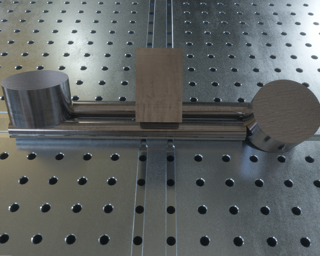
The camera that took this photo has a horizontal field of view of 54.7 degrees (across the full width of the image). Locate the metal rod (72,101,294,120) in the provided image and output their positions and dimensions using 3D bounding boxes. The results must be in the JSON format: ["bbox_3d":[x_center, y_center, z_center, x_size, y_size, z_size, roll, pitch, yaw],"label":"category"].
[{"bbox_3d":[0.033,-0.024,0.427,0.302,0.025,0.025,1,50,0],"label":"metal rod"}]

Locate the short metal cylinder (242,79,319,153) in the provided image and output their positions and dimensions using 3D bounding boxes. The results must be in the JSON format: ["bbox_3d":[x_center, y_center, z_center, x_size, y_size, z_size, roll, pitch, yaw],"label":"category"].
[{"bbox_3d":[0.149,-0.013,0.386,0.081,0.050,0.080,0,72,0],"label":"short metal cylinder"}]

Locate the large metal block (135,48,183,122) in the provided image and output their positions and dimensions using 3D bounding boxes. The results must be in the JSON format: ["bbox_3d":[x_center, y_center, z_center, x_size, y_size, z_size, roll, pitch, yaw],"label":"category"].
[{"bbox_3d":[0.000,-0.048,0.373,0.050,0.080,0.079,1,92,0],"label":"large metal block"}]

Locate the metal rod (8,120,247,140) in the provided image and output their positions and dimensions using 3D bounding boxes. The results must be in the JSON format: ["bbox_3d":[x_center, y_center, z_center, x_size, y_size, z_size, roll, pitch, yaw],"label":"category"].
[{"bbox_3d":[-0.041,0.002,0.404,0.302,0.025,0.025,1,50,0],"label":"metal rod"}]

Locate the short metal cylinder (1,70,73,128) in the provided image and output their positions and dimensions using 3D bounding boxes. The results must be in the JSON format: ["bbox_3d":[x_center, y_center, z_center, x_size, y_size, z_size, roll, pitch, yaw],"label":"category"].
[{"bbox_3d":[-0.158,-0.040,0.405,0.081,0.050,0.080,0,27,0],"label":"short metal cylinder"}]
